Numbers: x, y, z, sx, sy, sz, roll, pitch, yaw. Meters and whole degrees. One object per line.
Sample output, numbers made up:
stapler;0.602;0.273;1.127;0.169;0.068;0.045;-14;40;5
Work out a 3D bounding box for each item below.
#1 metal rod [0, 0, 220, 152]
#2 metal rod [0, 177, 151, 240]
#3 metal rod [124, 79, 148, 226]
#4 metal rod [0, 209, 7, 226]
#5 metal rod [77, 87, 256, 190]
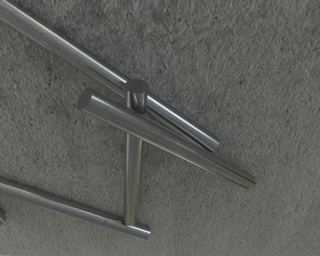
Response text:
metal rod;-0.043;-0.049;0.364;0.301;0.025;0.025;32;123;-25
metal rod;-0.152;0.135;0.520;0.302;0.025;0.025;25;126;-20
metal rod;-0.038;0.058;0.436;0.025;0.025;0.298;4;136;-3
metal rod;-0.307;0.051;0.447;0.025;0.025;0.298;-8;130;6
metal rod;0.033;0.028;0.387;0.025;0.025;0.301;-38;134;27
